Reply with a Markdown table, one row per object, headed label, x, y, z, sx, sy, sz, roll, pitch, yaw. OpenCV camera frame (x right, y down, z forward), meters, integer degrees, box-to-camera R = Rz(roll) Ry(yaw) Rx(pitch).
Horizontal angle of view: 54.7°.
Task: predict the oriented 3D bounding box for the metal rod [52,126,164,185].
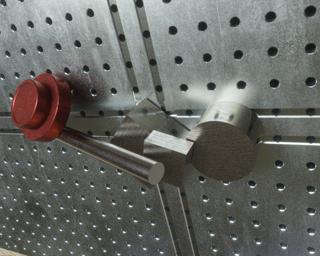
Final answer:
| label | x | y | z | sx | sy | sz | roll | pitch | yaw |
| --- | --- | --- | --- | --- | --- | --- | --- | --- | --- |
| metal rod | -0.115 | 0.015 | 0.423 | 0.300 | 0.025 | 0.025 | 16 | 127 | 39 |

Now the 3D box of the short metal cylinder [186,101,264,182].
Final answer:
| label | x | y | z | sx | sy | sz | roll | pitch | yaw |
| --- | --- | --- | --- | --- | --- | --- | --- | --- | --- |
| short metal cylinder | 0.076 | 0.015 | 0.363 | 0.080 | 0.050 | 0.079 | 13 | 124 | 20 |

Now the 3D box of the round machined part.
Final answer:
| label | x | y | z | sx | sy | sz | roll | pitch | yaw |
| --- | --- | --- | --- | --- | --- | --- | --- | --- | --- |
| round machined part | -0.172 | -0.031 | 0.435 | 0.098 | 0.042 | 0.098 | -9 | 74 | 37 |

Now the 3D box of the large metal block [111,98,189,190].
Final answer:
| label | x | y | z | sx | sy | sz | roll | pitch | yaw |
| --- | --- | --- | --- | --- | --- | --- | --- | --- | --- |
| large metal block | -0.016 | 0.022 | 0.413 | 0.080 | 0.050 | 0.080 | 37 | 129 | 2 |

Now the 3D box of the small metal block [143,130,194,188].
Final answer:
| label | x | y | z | sx | sy | sz | roll | pitch | yaw |
| --- | --- | --- | --- | --- | --- | --- | --- | --- | --- |
| small metal block | 0.009 | 0.036 | 0.360 | 0.050 | 0.025 | 0.050 | 17 | 125 | 18 |
